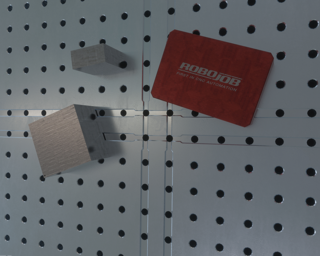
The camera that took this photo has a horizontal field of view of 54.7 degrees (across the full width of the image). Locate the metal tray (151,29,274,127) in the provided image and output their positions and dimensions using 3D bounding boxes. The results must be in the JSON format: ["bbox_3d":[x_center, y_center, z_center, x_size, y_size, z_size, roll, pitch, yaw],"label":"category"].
[{"bbox_3d":[0.063,-0.062,0.388,0.130,0.030,0.089,20,97,18],"label":"metal tray"}]

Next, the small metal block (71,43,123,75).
[{"bbox_3d":[-0.086,-0.094,0.430,0.050,0.050,0.025,-8,88,20],"label":"small metal block"}]

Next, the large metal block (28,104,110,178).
[{"bbox_3d":[-0.130,0.019,0.445,0.080,0.050,0.080,-21,83,18],"label":"large metal block"}]
